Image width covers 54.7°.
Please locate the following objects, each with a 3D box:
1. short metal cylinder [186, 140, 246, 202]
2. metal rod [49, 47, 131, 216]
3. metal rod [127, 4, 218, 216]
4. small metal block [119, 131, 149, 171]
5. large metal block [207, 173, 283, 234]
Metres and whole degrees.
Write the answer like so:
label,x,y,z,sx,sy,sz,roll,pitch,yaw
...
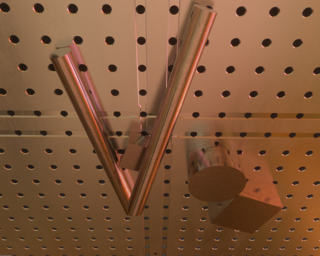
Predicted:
label,x,y,z,sx,sy,sz,roll,pitch,yaw
short metal cylinder,0.079,0.063,0.450,0.081,0.050,0.079,0,130,0
metal rod,-0.079,0.028,0.434,0.025,0.025,0.298,-9,130,7
metal rod,0.004,0.001,0.387,0.025,0.025,0.298,13,121,-11
small metal block,-0.027,0.036,0.442,0.050,0.025,0.050,15,129,-13
large metal block,0.133,0.120,0.499,0.080,0.050,0.079,19,128,-16
